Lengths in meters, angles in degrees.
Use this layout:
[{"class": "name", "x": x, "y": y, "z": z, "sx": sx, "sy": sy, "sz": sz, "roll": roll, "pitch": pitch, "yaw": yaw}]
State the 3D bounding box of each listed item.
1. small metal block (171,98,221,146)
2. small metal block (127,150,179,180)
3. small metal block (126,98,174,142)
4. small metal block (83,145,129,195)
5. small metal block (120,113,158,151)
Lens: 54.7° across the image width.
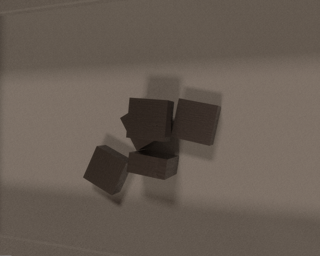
[{"class": "small metal block", "x": 0.046, "y": -0.008, "z": 0.394, "sx": 0.050, "sy": 0.025, "sz": 0.050, "roll": 13, "pitch": 94, "yaw": 19}, {"class": "small metal block", "x": -0.008, "y": 0.046, "z": 0.399, "sx": 0.050, "sy": 0.050, "sz": 0.025, "roll": 9, "pitch": 93, "yaw": 19}, {"class": "small metal block", "x": -0.012, "y": -0.011, "z": 0.387, "sx": 0.050, "sy": 0.025, "sz": 0.050, "roll": 6, "pitch": 92, "yaw": 19}, {"class": "small metal block", "x": -0.072, "y": 0.058, "z": 0.435, "sx": 0.050, "sy": 0.025, "sz": 0.050, "roll": 27, "pitch": 99, "yaw": 17}, {"class": "small metal block", "x": -0.017, "y": -0.004, "z": 0.416, "sx": 0.050, "sy": 0.025, "sz": 0.050, "roll": -31, "pitch": 80, "yaw": 17}]
